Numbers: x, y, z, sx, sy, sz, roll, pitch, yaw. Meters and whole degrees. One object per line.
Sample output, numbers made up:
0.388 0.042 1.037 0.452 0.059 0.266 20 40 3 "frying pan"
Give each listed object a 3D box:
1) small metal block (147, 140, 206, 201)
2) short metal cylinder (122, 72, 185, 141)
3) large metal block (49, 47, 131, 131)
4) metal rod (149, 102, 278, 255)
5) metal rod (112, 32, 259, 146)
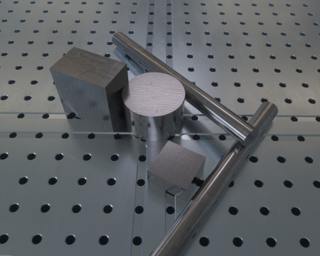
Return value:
0.020 0.049 0.366 0.050 0.025 0.050 24 54 18 "small metal block"
-0.008 -0.029 0.415 0.081 0.050 0.080 0 51 0 "short metal cylinder"
-0.089 -0.052 0.415 0.080 0.080 0.050 20 53 16 "large metal block"
0.062 0.066 0.352 0.025 0.025 0.301 30 56 22 "metal rod"
0.017 -0.072 0.450 0.025 0.025 0.300 -30 51 -23 "metal rod"
